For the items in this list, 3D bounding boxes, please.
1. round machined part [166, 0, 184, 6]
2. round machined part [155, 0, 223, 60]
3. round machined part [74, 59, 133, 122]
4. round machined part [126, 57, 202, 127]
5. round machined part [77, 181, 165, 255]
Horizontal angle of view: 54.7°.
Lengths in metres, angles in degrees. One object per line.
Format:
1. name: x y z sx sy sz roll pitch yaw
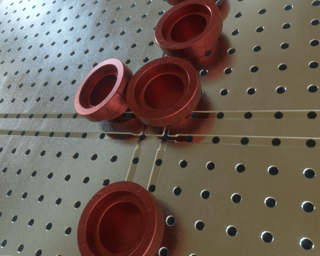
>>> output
1. round machined part: 0.053 -0.236 0.513 0.098 0.042 0.098 -13 56 20
2. round machined part: 0.045 -0.141 0.459 0.098 0.042 0.098 -13 56 20
3. round machined part: -0.077 -0.051 0.459 0.098 0.042 0.098 -21 50 28
4. round machined part: 0.008 -0.044 0.416 0.098 0.042 0.098 -10 59 17
5. round machined part: -0.039 0.113 0.348 0.098 0.042 0.098 -13 56 20
